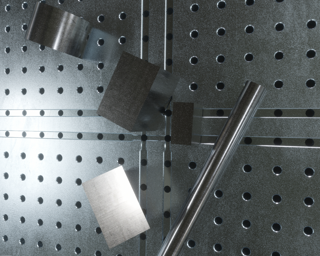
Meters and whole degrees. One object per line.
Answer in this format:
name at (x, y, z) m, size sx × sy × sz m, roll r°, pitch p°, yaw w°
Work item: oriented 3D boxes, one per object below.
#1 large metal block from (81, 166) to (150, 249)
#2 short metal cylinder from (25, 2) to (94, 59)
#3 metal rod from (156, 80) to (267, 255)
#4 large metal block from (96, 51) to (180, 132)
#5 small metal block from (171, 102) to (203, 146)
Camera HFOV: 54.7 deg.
large metal block at (-0.057, 0.099, 0.395) m, size 0.050 × 0.080 × 0.080 m, roll -24°, pitch 81°, yaw -14°
short metal cylinder at (-0.139, -0.134, 0.431) m, size 0.080 × 0.080 × 0.050 m, roll 23°, pitch 98°, yaw 18°
metal rod at (0.052, 0.081, 0.393) m, size 0.025 × 0.025 × 0.298 m, roll 28°, pitch 99°, yaw 17°
large metal block at (-0.024, -0.042, 0.391) m, size 0.050 × 0.080 × 0.080 m, roll 28°, pitch 99°, yaw 17°
small metal block at (0.034, -0.005, 0.387) m, size 0.025 × 0.050 × 0.050 m, roll 4°, pitch 92°, yaw 20°
